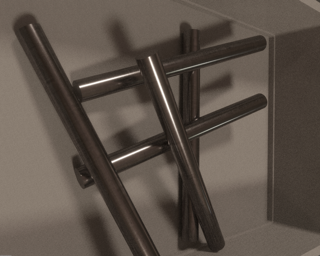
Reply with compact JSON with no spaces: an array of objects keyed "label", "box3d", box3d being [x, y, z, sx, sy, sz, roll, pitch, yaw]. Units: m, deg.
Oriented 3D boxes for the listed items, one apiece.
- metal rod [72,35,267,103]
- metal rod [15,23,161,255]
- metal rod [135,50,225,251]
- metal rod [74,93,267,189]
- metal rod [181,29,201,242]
[{"label":"metal rod","box3d":[0.034,-0.086,0.409,0.302,0.025,0.025,-21,104,-30]},{"label":"metal rod","box3d":[-0.064,0.037,0.321,0.025,0.025,0.299,-32,100,-36]},{"label":"metal rod","box3d":[0.035,0.048,0.388,0.025,0.025,0.299,-41,123,-33]},{"label":"metal rod","box3d":[0.035,0.006,0.410,0.302,0.025,0.025,-22,104,-29]},{"label":"metal rod","box3d":[0.044,0.010,0.446,0.025,0.025,0.298,1,90,-40]}]
